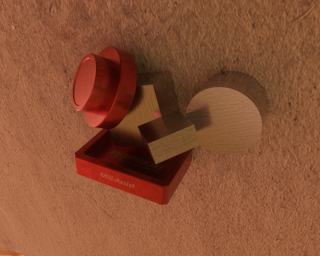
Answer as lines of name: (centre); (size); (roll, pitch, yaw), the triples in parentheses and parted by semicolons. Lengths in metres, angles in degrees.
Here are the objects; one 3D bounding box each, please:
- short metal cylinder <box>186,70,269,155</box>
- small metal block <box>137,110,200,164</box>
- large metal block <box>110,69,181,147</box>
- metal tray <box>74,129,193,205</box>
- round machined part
short metal cylinder: (0.075, -0.017, 0.343); (0.080, 0.050, 0.079); (13, 124, 21)
small metal block: (0.008, 0.008, 0.334); (0.050, 0.050, 0.025); (-23, 115, -7)
large metal block: (-0.023, -0.023, 0.391); (0.080, 0.050, 0.080); (-1, 118, 29)
metal tray: (-0.033, 0.042, 0.409); (0.130, 0.090, 0.030); (16, 125, 19)
round machined part: (-0.072, -0.050, 0.367); (0.042, 0.098, 0.098); (13, 140, -36)
